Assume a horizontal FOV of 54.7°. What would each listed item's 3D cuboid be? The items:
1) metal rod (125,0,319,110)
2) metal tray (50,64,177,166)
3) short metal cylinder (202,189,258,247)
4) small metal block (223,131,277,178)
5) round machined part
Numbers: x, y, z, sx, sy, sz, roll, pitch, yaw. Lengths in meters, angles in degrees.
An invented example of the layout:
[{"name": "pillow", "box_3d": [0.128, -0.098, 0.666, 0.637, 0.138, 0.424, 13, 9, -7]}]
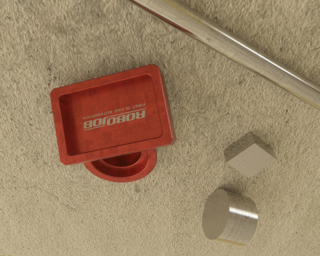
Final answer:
[{"name": "metal rod", "box_3d": [0.071, -0.090, 0.331, 0.302, 0.025, 0.025, 24, 126, -19]}, {"name": "metal tray", "box_3d": [-0.054, -0.013, 0.355, 0.131, 0.090, 0.030, -12, 173, 10]}, {"name": "short metal cylinder", "box_3d": [0.109, 0.142, 0.494, 0.050, 0.080, 0.079, 19, 128, -16]}, {"name": "small metal block", "box_3d": [0.128, 0.039, 0.442, 0.050, 0.025, 0.050, 34, 122, -26]}, {"name": "round machined part", "box_3d": [-0.053, 0.026, 0.418, 0.099, 0.042, 0.097, 0, 130, 0]}]
